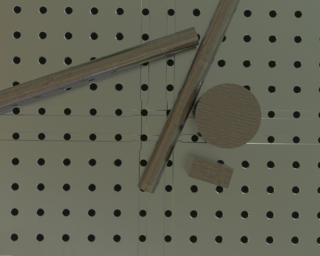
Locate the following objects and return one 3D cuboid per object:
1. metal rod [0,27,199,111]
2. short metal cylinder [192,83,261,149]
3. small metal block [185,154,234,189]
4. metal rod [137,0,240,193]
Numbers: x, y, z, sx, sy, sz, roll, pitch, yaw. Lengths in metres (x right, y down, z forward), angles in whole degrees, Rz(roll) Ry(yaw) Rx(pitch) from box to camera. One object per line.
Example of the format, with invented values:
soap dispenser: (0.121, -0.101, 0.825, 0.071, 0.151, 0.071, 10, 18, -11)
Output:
metal rod: (-0.095, -0.075, 0.412, 0.302, 0.025, 0.025, -18, 90, 0)
short metal cylinder: (0.083, -0.015, 0.401, 0.081, 0.050, 0.079, 0, 90, 0)
small metal block: (0.062, 0.054, 0.401, 0.050, 0.050, 0.025, 17, 90, 0)
metal rod: (0.042, -0.055, 0.413, 0.025, 0.025, 0.299, 24, 90, 0)
